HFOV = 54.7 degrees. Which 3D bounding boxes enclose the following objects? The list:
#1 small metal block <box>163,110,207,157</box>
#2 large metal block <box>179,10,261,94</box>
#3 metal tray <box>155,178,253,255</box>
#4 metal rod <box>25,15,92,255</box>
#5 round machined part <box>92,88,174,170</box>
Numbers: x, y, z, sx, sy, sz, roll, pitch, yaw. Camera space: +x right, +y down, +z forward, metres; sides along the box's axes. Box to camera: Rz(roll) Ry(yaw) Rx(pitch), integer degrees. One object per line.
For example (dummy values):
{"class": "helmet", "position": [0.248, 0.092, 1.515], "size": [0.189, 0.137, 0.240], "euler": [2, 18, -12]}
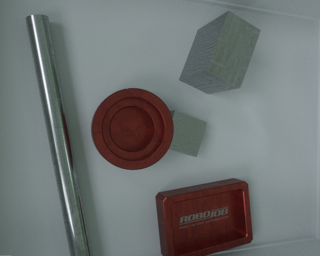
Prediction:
{"class": "small metal block", "position": [0.030, 0.008, 0.423], "size": [0.050, 0.025, 0.050], "euler": [20, 83, -20]}
{"class": "large metal block", "position": [0.076, -0.095, 0.411], "size": [0.050, 0.080, 0.080], "euler": [23, 82, -19]}
{"class": "metal tray", "position": [0.064, 0.126, 0.432], "size": [0.131, 0.030, 0.089], "euler": [-7, 92, -20]}
{"class": "metal rod", "position": [-0.118, 0.020, 0.367], "size": [0.025, 0.025, 0.298], "euler": [-11, 94, -20]}
{"class": "round machined part", "position": [-0.036, 0.001, 0.387], "size": [0.099, 0.042, 0.097], "euler": [0, 90, -17]}
